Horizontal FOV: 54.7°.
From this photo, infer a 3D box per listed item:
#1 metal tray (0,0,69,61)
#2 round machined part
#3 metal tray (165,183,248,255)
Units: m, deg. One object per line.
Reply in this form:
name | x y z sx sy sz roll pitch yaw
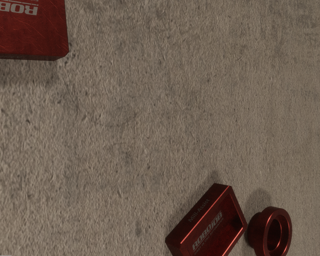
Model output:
metal tray | -0.152 -0.109 0.274 0.131 0.030 0.089 -7 95 -40
round machined part | 0.196 0.191 0.562 0.099 0.042 0.097 0 90 -40
metal tray | 0.075 0.158 0.467 0.131 0.030 0.090 -39 114 -33
